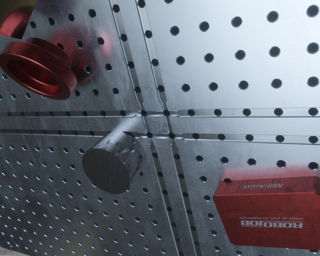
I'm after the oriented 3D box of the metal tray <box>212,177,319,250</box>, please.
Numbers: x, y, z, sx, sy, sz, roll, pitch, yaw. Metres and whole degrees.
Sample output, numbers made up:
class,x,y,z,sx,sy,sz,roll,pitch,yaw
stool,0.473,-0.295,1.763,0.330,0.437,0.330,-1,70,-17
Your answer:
class,x,y,z,sx,sy,sz,roll,pitch,yaw
metal tray,0.145,0.111,0.401,0.130,0.030,0.090,-10,114,32

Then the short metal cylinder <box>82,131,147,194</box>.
class,x,y,z,sx,sy,sz,roll,pitch,yaw
short metal cylinder,-0.067,0.051,0.462,0.080,0.050,0.079,13,124,21

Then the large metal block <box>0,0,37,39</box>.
class,x,y,z,sx,sy,sz,roll,pitch,yaw
large metal block,-0.183,-0.167,0.364,0.080,0.050,0.080,-44,56,39

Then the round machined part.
class,x,y,z,sx,sy,sz,roll,pitch,yaw
round machined part,-0.157,-0.082,0.414,0.098,0.042,0.098,17,156,8
